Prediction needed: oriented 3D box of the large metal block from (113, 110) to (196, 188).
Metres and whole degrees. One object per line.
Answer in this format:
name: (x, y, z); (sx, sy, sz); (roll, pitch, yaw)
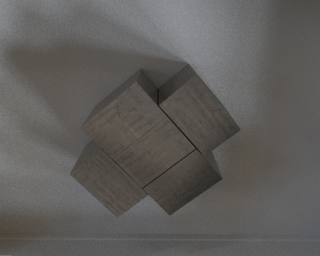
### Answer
large metal block: (-0.007, 0.016, 0.387); (0.080, 0.080, 0.050); (-38, 106, 12)

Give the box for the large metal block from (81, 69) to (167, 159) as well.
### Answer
large metal block: (-0.039, -0.020, 0.373); (0.080, 0.080, 0.050); (-38, 106, 12)

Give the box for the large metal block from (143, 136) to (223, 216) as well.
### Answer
large metal block: (0.026, 0.052, 0.401); (0.080, 0.080, 0.050); (-38, 106, 12)

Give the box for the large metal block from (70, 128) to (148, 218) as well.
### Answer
large metal block: (-0.059, 0.053, 0.400); (0.050, 0.080, 0.080); (-39, 106, 13)

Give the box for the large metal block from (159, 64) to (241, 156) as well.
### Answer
large metal block: (0.044, -0.025, 0.373); (0.050, 0.080, 0.080); (-39, 106, 13)
